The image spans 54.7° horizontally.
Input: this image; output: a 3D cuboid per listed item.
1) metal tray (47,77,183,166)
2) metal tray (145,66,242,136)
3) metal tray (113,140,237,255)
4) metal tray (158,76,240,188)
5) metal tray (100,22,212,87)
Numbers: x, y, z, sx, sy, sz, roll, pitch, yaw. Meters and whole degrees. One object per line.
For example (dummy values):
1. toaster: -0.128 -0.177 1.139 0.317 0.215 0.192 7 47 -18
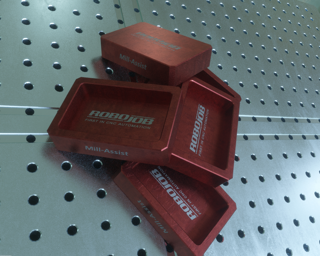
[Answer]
1. metal tray: -0.046 -0.011 0.349 0.131 0.030 0.090 7 53 11
2. metal tray: 0.052 -0.055 0.468 0.130 0.030 0.090 40 51 -2
3. metal tray: 0.020 0.077 0.370 0.130 0.030 0.091 48 51 5
4. metal tray: 0.052 0.000 0.396 0.090 0.030 0.130 26 52 -13
5. metal tray: -0.006 -0.106 0.429 0.130 0.030 0.091 29 44 29
